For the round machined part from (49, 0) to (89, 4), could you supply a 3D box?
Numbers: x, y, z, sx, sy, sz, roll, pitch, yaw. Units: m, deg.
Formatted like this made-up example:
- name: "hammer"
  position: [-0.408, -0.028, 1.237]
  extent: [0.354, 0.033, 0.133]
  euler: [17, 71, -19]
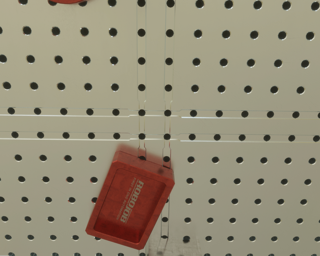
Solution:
- name: "round machined part"
  position: [-0.106, -0.186, 0.334]
  extent: [0.099, 0.042, 0.097]
  euler: [0, 110, -1]

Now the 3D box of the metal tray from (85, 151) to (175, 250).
- name: "metal tray"
  position: [-0.044, 0.108, 0.449]
  extent: [0.091, 0.030, 0.129]
  euler: [21, 109, -8]

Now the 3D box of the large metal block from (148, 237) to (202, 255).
- name: "large metal block"
  position: [0.018, 0.222, 0.482]
  extent: [0.081, 0.050, 0.079]
  euler: [6, 110, -3]
